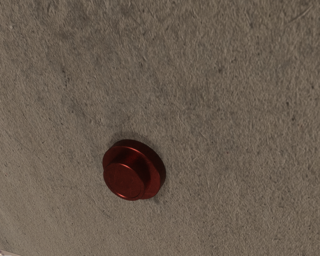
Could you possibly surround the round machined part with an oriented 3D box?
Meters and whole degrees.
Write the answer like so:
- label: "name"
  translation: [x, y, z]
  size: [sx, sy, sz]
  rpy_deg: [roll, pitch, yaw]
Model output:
- label: "round machined part"
  translation: [-0.044, 0.069, 0.460]
  size: [0.098, 0.042, 0.097]
  rpy_deg: [13, 124, 20]
